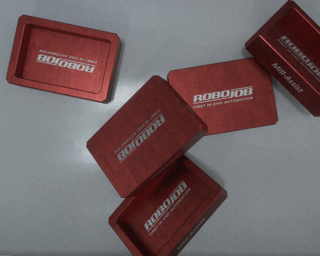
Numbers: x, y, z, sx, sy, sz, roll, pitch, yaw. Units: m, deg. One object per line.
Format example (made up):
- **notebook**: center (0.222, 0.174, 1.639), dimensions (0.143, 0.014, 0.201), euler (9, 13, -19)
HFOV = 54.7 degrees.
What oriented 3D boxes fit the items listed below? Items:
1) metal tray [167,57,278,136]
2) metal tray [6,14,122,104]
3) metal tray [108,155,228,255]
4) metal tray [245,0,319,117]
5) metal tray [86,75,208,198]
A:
- **metal tray**: center (0.080, -0.039, 0.409), dimensions (0.131, 0.030, 0.089), euler (-9, 90, 0)
- **metal tray**: center (-0.123, -0.088, 0.407), dimensions (0.131, 0.030, 0.089), euler (12, 90, 0)
- **metal tray**: center (0.008, 0.099, 0.386), dimensions (0.130, 0.030, 0.090), euler (-49, 56, 0)
- **metal tray**: center (0.181, -0.089, 0.391), dimensions (0.130, 0.030, 0.090), euler (45, 63, 0)
- **metal tray**: center (-0.019, 0.012, 0.380), dimensions (0.130, 0.030, 0.090), euler (-43, 70, 12)
